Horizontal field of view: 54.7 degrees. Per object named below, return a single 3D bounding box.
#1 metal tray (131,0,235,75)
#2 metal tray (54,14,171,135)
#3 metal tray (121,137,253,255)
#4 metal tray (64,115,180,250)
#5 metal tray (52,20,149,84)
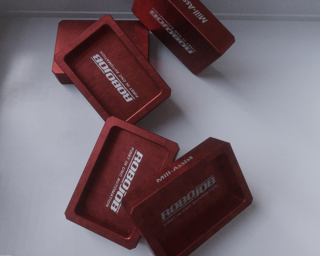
[{"bbox_3d":[0.026,-0.135,0.404,0.130,0.090,0.030,44,75,-6],"label":"metal tray"},{"bbox_3d":[-0.059,-0.067,0.401,0.090,0.030,0.130,-39,91,0],"label":"metal tray"},{"bbox_3d":[0.035,0.081,0.344,0.131,0.030,0.090,-33,111,-17],"label":"metal tray"},{"bbox_3d":[-0.042,0.061,0.364,0.090,0.030,0.129,23,88,7],"label":"metal tray"},{"bbox_3d":[-0.081,-0.110,0.446,0.131,0.030,0.090,0,70,0],"label":"metal tray"}]
